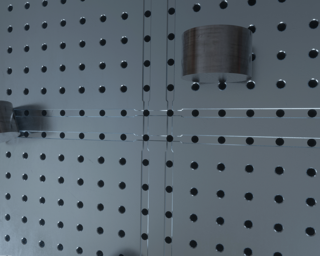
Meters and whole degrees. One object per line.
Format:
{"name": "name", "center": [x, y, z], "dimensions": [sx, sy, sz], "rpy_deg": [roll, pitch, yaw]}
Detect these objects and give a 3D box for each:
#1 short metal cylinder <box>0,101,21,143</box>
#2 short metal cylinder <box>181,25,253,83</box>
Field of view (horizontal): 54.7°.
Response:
{"name": "short metal cylinder", "center": [-0.264, -0.005, 0.477], "dimensions": [0.080, 0.080, 0.050], "rpy_deg": [-20, 84, 19]}
{"name": "short metal cylinder", "center": [0.065, -0.083, 0.360], "dimensions": [0.080, 0.080, 0.050], "rpy_deg": [1, 91, 20]}
